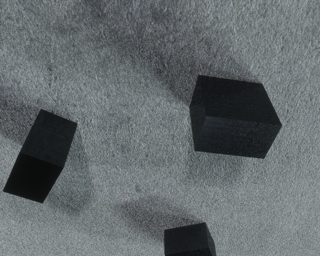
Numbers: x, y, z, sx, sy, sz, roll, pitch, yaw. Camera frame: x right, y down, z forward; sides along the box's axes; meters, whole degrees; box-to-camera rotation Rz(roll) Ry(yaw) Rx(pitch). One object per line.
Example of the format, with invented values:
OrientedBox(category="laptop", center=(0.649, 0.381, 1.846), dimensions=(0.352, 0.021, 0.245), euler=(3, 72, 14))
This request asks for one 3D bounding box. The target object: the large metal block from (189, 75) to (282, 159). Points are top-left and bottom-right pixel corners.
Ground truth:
OrientedBox(category="large metal block", center=(0.082, -0.014, 0.359), dimensions=(0.081, 0.080, 0.050), euler=(7, 130, -6))

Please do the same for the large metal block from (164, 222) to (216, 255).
OrientedBox(category="large metal block", center=(0.059, 0.229, 0.586), dimensions=(0.080, 0.050, 0.080), euler=(-14, 129, 12))

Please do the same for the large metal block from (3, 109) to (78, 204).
OrientedBox(category="large metal block", center=(-0.153, 0.036, 0.400), dimensions=(0.050, 0.080, 0.080), euler=(24, 126, -19))
